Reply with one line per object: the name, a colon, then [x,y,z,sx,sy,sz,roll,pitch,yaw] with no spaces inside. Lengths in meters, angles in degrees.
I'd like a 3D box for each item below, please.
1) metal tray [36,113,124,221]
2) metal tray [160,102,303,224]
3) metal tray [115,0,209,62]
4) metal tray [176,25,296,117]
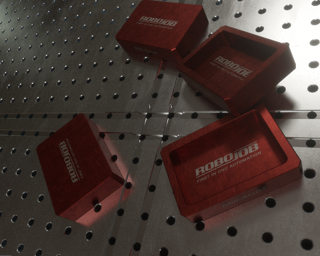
metal tray: [-0.116,0.050,0.433,0.090,0.030,0.130,-37,51,2]
metal tray: [0.074,0.037,0.343,0.130,0.030,0.090,-27,53,10]
metal tray: [0.001,-0.160,0.502,0.130,0.030,0.090,23,74,36]
metal tray: [0.086,-0.077,0.384,0.090,0.030,0.130,-40,36,0]
